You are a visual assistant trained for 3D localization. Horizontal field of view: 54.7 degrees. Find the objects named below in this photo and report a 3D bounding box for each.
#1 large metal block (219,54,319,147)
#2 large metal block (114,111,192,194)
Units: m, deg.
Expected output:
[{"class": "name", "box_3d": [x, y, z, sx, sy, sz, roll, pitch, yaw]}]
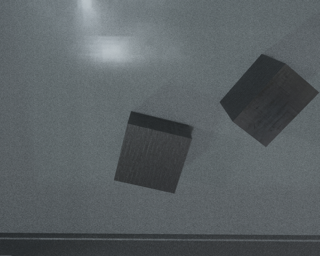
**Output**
[{"class": "large metal block", "box_3d": [0.124, -0.036, 0.370, 0.050, 0.080, 0.080, 36, 106, -12]}, {"class": "large metal block", "box_3d": [-0.010, 0.031, 0.409, 0.080, 0.050, 0.079, 14, 110, -5]}]
